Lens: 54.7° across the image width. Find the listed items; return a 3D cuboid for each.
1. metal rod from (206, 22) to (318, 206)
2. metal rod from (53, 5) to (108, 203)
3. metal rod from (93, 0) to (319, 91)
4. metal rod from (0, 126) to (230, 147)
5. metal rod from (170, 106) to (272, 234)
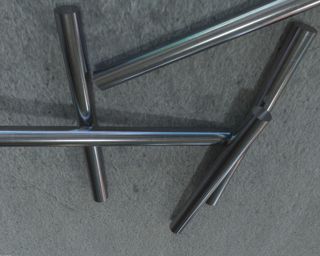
[{"bbox_3d":[0.117,0.006,0.414,0.025,0.025,0.298,10,130,-9],"label":"metal rod"},{"bbox_3d":[-0.094,-0.004,0.402,0.025,0.025,0.298,0,130,-1],"label":"metal rod"},{"bbox_3d":[0.067,-0.102,0.321,0.301,0.025,0.025,-19,128,15],"label":"metal rod"},{"bbox_3d":[-0.058,0.010,0.387,0.302,0.025,0.025,0,131,-12],"label":"metal rod"},{"bbox_3d":[0.073,0.082,0.459,0.025,0.025,0.298,13,135,-11],"label":"metal rod"}]
